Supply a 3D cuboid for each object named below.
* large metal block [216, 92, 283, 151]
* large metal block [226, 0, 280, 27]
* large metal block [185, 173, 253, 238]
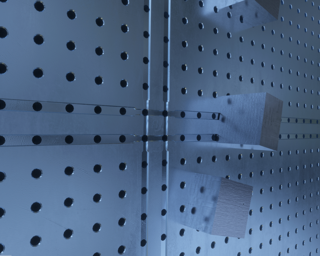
[{"bbox_3d":[0.143,-0.009,0.496,0.050,0.080,0.080,17,80,-39],"label":"large metal block"},{"bbox_3d":[0.164,-0.234,0.533,0.081,0.050,0.080,16,80,-39],"label":"large metal block"},{"bbox_3d":[0.092,0.119,0.473,0.080,0.050,0.080,22,76,-38],"label":"large metal block"}]
